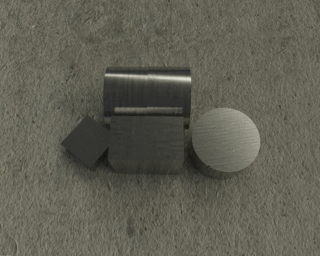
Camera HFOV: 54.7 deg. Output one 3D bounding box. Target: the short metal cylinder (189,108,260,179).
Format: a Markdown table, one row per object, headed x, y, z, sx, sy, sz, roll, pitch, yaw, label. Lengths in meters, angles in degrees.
| x | y | z | sx | sy | sz | roll | pitch | yaw | label |
| --- | --- | --- | --- | --- | --- | --- | --- | --- | --- |
| 0.078 | 0.021 | 0.389 | 0.081 | 0.050 | 0.080 | 0 | 70 | 0 | short metal cylinder |

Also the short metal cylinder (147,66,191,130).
| x | y | z | sx | sy | sz | roll | pitch | yaw | label |
| --- | --- | --- | --- | --- | --- | --- | --- | --- | --- |
| 0.011 | -0.038 | 0.394 | 0.050 | 0.080 | 0.080 | 1 | 70 | 0 | short metal cylinder |

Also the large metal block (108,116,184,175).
| x | y | z | sx | sy | sz | roll | pitch | yaw | label |
| --- | --- | --- | --- | --- | --- | --- | --- | --- | --- |
| -0.015 | 0.024 | 0.372 | 0.081 | 0.080 | 0.050 | 1 | 70 | 0 | large metal block |

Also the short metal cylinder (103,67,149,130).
| x | y | z | sx | sy | sz | roll | pitch | yaw | label |
| --- | --- | --- | --- | --- | --- | --- | --- | --- | --- |
| -0.040 | -0.037 | 0.394 | 0.050 | 0.080 | 0.080 | 1 | 70 | 0 | short metal cylinder |

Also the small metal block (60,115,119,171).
| x | y | z | sx | sy | sz | roll | pitch | yaw | label |
| --- | --- | --- | --- | --- | --- | --- | --- | --- | --- |
| -0.090 | 0.020 | 0.402 | 0.050 | 0.025 | 0.050 | 36 | 74 | 12 | small metal block |
